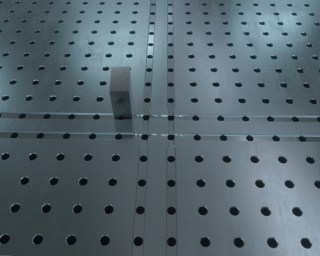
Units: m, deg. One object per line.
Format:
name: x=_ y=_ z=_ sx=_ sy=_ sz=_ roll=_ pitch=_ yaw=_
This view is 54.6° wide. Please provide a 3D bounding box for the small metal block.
small metal block: x=-0.054 y=-0.050 z=0.434 sx=0.025 sy=0.050 sz=0.050 roll=-2 pitch=50 yaw=-2
